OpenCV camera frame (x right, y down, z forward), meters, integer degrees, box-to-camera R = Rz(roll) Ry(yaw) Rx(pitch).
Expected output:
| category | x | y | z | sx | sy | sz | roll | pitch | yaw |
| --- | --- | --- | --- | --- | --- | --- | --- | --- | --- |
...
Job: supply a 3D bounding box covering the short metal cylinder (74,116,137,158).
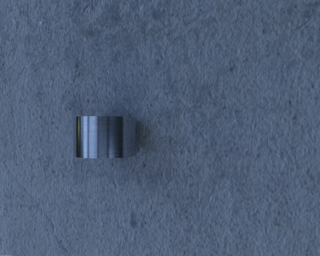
| category | x | y | z | sx | sy | sz | roll | pitch | yaw |
| --- | --- | --- | --- | --- | --- | --- | --- | --- | --- |
| short metal cylinder | -0.071 | 0.011 | 0.404 | 0.080 | 0.080 | 0.050 | 0 | 90 | 19 |
